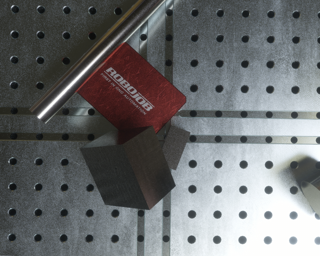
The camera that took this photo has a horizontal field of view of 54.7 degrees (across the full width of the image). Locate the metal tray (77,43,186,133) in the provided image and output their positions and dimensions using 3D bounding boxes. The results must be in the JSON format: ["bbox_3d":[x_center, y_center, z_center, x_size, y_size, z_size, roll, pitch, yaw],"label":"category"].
[{"bbox_3d":[-0.042,-0.048,0.410,0.130,0.030,0.090,43,90,-1],"label":"metal tray"}]

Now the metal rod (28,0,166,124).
[{"bbox_3d":[-0.044,-0.124,0.384,0.025,0.025,0.300,41,78,0],"label":"metal rod"}]

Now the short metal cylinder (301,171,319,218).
[{"bbox_3d":[0.226,0.088,0.389,0.050,0.080,0.080,-31,90,0],"label":"short metal cylinder"}]

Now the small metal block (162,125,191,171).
[{"bbox_3d":[0.017,0.024,0.401,0.025,0.050,0.050,21,90,0],"label":"small metal block"}]

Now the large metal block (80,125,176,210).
[{"bbox_3d":[-0.039,0.047,0.372,0.050,0.080,0.080,-34,109,-44],"label":"large metal block"}]
